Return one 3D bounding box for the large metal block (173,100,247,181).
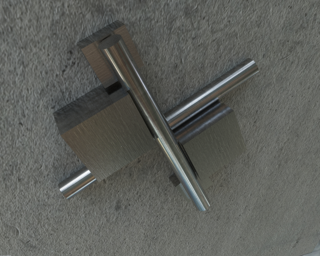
[{"bbox_3d":[0.067,0.015,0.438,0.080,0.050,0.080,-34,129,-6],"label":"large metal block"}]

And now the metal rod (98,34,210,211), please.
[{"bbox_3d":[0.009,0.018,0.392,0.025,0.025,0.299,-34,129,-6],"label":"metal rod"}]

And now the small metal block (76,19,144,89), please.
[{"bbox_3d":[-0.053,-0.079,0.332,0.050,0.025,0.050,-33,129,-7],"label":"small metal block"}]

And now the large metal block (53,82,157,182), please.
[{"bbox_3d":[-0.062,0.002,0.357,0.080,0.050,0.080,-32,129,-7],"label":"large metal block"}]

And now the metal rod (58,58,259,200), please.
[{"bbox_3d":[0.003,-0.002,0.409,0.301,0.025,0.025,-34,129,-6],"label":"metal rod"}]

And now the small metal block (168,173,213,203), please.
[{"bbox_3d":[0.049,0.083,0.487,0.050,0.025,0.050,-37,129,-4],"label":"small metal block"}]
